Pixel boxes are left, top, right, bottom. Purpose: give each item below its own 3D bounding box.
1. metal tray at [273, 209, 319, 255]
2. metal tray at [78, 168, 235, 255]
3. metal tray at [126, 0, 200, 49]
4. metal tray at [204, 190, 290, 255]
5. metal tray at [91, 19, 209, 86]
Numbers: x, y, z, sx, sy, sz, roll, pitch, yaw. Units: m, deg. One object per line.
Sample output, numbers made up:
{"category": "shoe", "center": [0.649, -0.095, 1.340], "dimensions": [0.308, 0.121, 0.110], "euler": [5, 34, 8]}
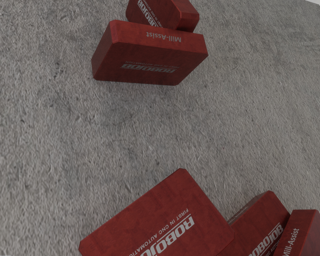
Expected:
{"category": "metal tray", "center": [0.169, 0.169, 0.361], "dimensions": [0.131, 0.030, 0.090], "euler": [-38, 106, -43]}
{"category": "metal tray", "center": [-0.002, 0.112, 0.309], "dimensions": [0.131, 0.030, 0.090], "euler": [-33, 79, -23]}
{"category": "metal tray", "center": [-0.002, -0.162, 0.445], "dimensions": [0.030, 0.089, 0.130], "euler": [-8, 56, -32]}
{"category": "metal tray", "center": [0.120, 0.146, 0.376], "dimensions": [0.131, 0.030, 0.090], "euler": [-26, 76, -37]}
{"category": "metal tray", "center": [-0.015, -0.093, 0.408], "dimensions": [0.131, 0.090, 0.030], "euler": [0, 69, -28]}
